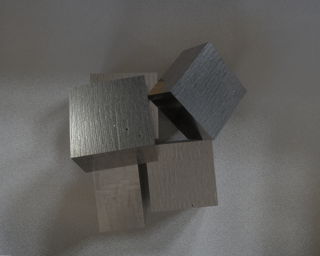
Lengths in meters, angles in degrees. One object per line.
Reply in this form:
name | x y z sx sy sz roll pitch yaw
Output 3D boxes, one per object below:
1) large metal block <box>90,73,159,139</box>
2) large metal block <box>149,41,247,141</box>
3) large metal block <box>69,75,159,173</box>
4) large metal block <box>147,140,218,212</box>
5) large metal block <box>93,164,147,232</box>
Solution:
large metal block | -0.043 -0.026 0.397 0.081 0.050 0.079 -1 90 -1
large metal block | 0.046 -0.042 0.373 0.080 0.050 0.080 46 67 -23
large metal block | -0.049 -0.004 0.332 0.080 0.050 0.080 -9 65 0
large metal block | 0.026 0.057 0.396 0.081 0.050 0.079 -5 90 -1
large metal block | -0.046 0.073 0.382 0.050 0.080 0.079 -7 90 0
